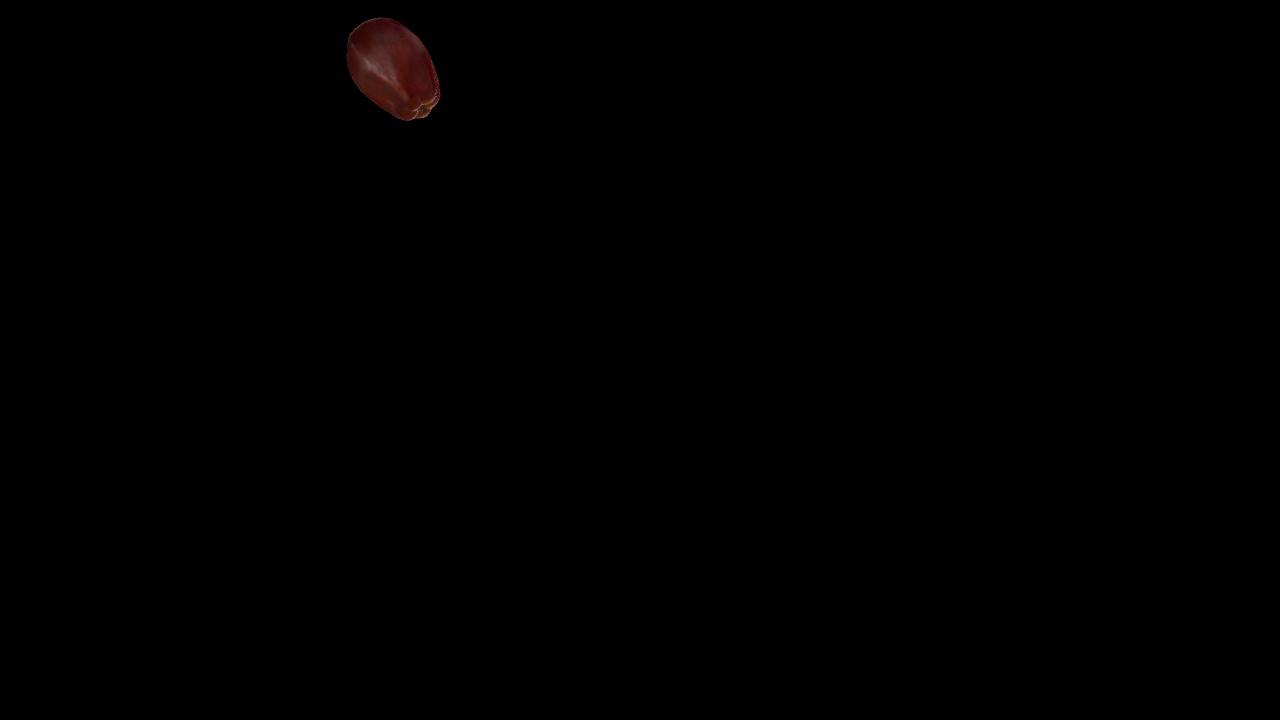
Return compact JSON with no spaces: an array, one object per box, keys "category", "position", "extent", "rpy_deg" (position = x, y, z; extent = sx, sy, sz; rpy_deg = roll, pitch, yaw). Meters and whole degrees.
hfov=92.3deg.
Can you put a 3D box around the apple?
[{"category":"apple","position":[-0.240,-0.284,0.602],"extent":[0.079,0.093,0.079],"rpy_deg":[-38,8,6]}]
